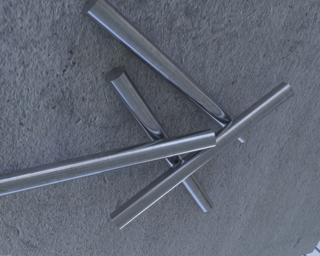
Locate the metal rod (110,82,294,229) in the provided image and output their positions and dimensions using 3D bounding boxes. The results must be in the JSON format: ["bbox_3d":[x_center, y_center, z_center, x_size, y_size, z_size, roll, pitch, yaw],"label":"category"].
[{"bbox_3d":[0.060,0.036,0.427,0.301,0.025,0.025,-37,129,-3],"label":"metal rod"}]

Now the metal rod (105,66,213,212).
[{"bbox_3d":[0.014,0.036,0.436,0.025,0.025,0.300,-37,129,-4],"label":"metal rod"}]

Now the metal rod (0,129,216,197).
[{"bbox_3d":[-0.075,0.042,0.370,0.302,0.025,0.025,-12,124,-15],"label":"metal rod"}]

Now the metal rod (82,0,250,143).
[{"bbox_3d":[0.032,-0.054,0.390,0.301,0.025,0.025,34,99,-39],"label":"metal rod"}]
